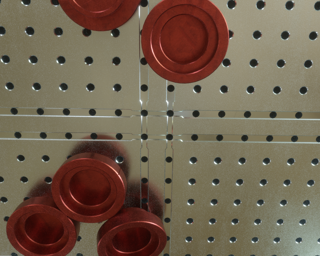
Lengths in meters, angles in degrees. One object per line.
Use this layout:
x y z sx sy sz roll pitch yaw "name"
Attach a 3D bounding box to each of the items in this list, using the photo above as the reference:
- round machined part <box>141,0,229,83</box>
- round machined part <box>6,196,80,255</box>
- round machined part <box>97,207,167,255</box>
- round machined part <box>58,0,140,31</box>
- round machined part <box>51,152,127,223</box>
0.028 -0.105 0.366 0.099 0.042 0.097 0 110 0 "round machined part"
-0.166 0.142 0.455 0.099 0.042 0.097 0 110 0 "round machined part"
-0.042 0.155 0.452 0.099 0.042 0.097 -7 123 -10 "round machined part"
-0.069 -0.159 0.345 0.099 0.042 0.097 0 110 0 "round machined part"
-0.095 0.079 0.431 0.099 0.042 0.097 0 108 1 "round machined part"
